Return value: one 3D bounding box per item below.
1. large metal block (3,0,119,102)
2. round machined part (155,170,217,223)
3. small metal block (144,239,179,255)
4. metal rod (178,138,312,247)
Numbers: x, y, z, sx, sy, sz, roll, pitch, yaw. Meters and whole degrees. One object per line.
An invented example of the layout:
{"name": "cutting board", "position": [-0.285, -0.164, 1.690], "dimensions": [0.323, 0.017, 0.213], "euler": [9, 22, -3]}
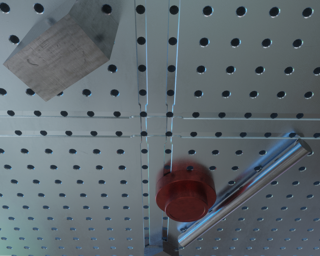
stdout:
{"name": "large metal block", "position": [-0.092, -0.084, 0.303], "dimensions": [0.080, 0.080, 0.050], "euler": [-28, 125, 21]}
{"name": "round machined part", "position": [0.042, 0.116, 0.499], "dimensions": [0.099, 0.042, 0.097], "euler": [0, 130, 0]}
{"name": "small metal block", "position": [0.003, 0.256, 0.630], "dimensions": [0.050, 0.025, 0.050], "euler": [-34, 123, 25]}
{"name": "metal rod", "position": [0.124, 0.121, 0.515], "dimensions": [0.025, 0.025, 0.298], "euler": [25, 126, -20]}
